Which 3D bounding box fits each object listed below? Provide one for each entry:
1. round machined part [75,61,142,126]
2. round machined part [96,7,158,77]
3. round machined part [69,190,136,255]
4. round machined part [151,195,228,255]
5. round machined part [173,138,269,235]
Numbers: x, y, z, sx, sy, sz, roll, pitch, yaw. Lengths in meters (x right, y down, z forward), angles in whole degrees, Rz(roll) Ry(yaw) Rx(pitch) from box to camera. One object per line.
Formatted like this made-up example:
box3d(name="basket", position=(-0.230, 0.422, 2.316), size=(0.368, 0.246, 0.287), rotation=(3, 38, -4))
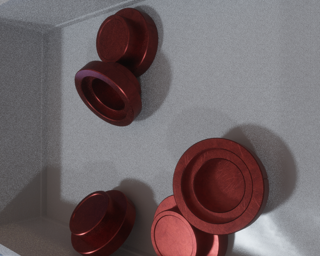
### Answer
box3d(name="round machined part", position=(-0.066, -0.052, 0.429), size=(0.098, 0.042, 0.097), rotation=(25, 145, 19))
box3d(name="round machined part", position=(-0.053, -0.121, 0.440), size=(0.098, 0.042, 0.097), rotation=(0, 90, 40))
box3d(name="round machined part", position=(-0.086, 0.127, 0.433), size=(0.098, 0.042, 0.098), rotation=(-25, 34, 19))
box3d(name="round machined part", position=(0.028, 0.129, 0.373), size=(0.098, 0.042, 0.097), rotation=(0, 90, 40))
box3d(name="round machined part", position=(0.067, 0.061, 0.332), size=(0.098, 0.042, 0.098), rotation=(-6, 78, 30))
